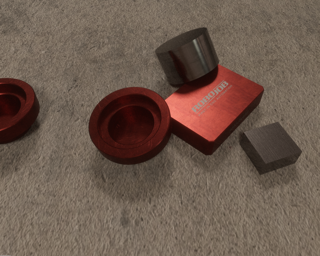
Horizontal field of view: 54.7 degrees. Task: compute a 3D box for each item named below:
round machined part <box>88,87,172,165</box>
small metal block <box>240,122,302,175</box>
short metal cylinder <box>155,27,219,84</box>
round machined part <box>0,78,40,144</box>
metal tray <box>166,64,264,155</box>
[{"bbox_3d":[-0.034,0.001,0.382,0.099,0.042,0.098,-4,60,7],"label":"round machined part"},{"bbox_3d":[0.136,0.024,0.385,0.050,0.025,0.050,-16,52,-13],"label":"small metal block"},{"bbox_3d":[0.040,-0.106,0.453,0.080,0.050,0.080,-22,24,11],"label":"short metal cylinder"},{"bbox_3d":[-0.208,-0.017,0.404,0.099,0.042,0.098,0,50,0],"label":"round machined part"},{"bbox_3d":[0.071,-0.032,0.428,0.090,0.030,0.131,34,57,25],"label":"metal tray"}]
